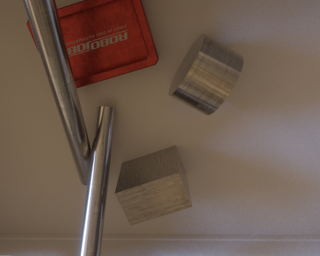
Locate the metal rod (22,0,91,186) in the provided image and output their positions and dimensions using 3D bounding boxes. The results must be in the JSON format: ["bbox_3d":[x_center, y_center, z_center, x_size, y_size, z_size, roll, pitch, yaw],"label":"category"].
[{"bbox_3d":[-0.100,-0.033,0.332,0.025,0.025,0.298,0,136,0],"label":"metal rod"}]

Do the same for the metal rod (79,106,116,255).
[{"bbox_3d":[-0.082,0.121,0.377,0.025,0.025,0.299,5,80,-2],"label":"metal rod"}]

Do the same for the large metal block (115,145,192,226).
[{"bbox_3d":[-0.007,0.073,0.409,0.080,0.080,0.050,-19,109,6],"label":"large metal block"}]

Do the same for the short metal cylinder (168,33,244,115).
[{"bbox_3d":[0.052,-0.061,0.360,0.050,0.080,0.080,28,108,-10],"label":"short metal cylinder"}]

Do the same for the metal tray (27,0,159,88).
[{"bbox_3d":[-0.076,-0.104,0.369,0.131,0.030,0.089,-16,110,5],"label":"metal tray"}]
